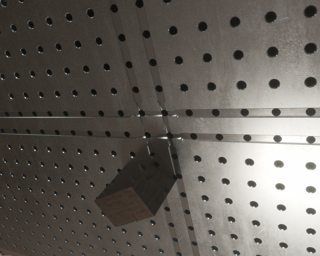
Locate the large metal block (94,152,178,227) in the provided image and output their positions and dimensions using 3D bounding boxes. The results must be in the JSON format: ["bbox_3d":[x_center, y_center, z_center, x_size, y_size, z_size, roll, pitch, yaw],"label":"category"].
[{"bbox_3d":[-0.033,0.089,0.447,0.080,0.080,0.050,-27,103,37],"label":"large metal block"}]
